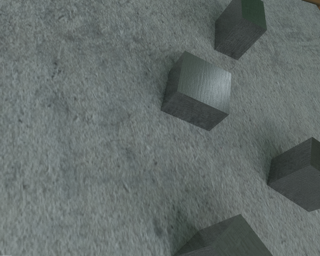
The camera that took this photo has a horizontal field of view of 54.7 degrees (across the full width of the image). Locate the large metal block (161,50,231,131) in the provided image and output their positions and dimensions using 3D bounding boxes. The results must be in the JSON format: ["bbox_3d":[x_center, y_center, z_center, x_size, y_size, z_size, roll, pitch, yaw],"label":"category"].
[{"bbox_3d":[0.054,-0.053,0.451,0.080,0.050,0.080,23,53,-15],"label":"large metal block"}]

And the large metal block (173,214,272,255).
[{"bbox_3d":[0.070,0.146,0.319,0.050,0.080,0.080,-30,79,-38],"label":"large metal block"}]

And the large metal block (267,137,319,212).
[{"bbox_3d":[0.217,0.069,0.446,0.080,0.080,0.050,33,51,-7],"label":"large metal block"}]

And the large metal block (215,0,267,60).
[{"bbox_3d":[0.143,-0.185,0.562,0.050,0.080,0.080,20,54,-17],"label":"large metal block"}]
